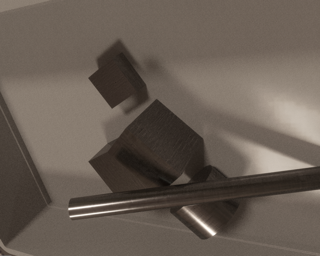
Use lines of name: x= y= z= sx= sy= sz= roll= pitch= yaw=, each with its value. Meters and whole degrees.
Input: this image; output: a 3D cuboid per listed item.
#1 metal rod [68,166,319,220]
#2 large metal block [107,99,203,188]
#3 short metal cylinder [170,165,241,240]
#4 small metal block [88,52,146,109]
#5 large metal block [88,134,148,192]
metal rod: x=0.049 y=0.072 z=0.347 sx=0.302 sy=0.025 sz=0.025 roll=-8 pitch=117 yaw=3
large metal block: x=-0.003 y=0.021 z=0.387 sx=0.080 sy=0.080 sz=0.050 roll=41 pitch=129 yaw=0
short metal cylinder: x=0.058 y=0.095 z=0.400 sx=0.050 sy=0.080 sz=0.080 roll=42 pitch=129 yaw=-1
small metal block: x=-0.055 y=-0.060 z=0.399 sx=0.050 sy=0.025 sz=0.050 roll=-29 pitch=103 yaw=37
large metal block: x=-0.041 y=0.054 z=0.445 sx=0.080 sy=0.050 sz=0.080 roll=-27 pitch=104 yaw=37
